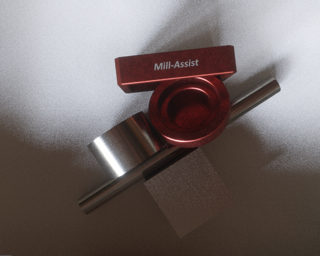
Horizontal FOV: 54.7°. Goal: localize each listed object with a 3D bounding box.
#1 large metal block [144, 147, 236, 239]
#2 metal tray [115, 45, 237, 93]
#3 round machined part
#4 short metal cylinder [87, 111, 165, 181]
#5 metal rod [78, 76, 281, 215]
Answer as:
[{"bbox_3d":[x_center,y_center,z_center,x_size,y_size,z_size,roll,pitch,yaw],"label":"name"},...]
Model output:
[{"bbox_3d":[0.036,0.078,0.397,0.080,0.050,0.080,-33,90,0],"label":"large metal block"},{"bbox_3d":[0.017,-0.068,0.377,0.131,0.090,0.030,-6,90,-1],"label":"metal tray"},{"bbox_3d":[0.039,-0.020,0.388,0.098,0.042,0.098,-6,64,13],"label":"round machined part"},{"bbox_3d":[-0.041,0.022,0.382,0.080,0.080,0.050,-33,90,0],"label":"short metal cylinder"},{"bbox_3d":[0.026,0.022,0.410,0.301,0.025,0.025,-33,90,-1],"label":"metal rod"}]
